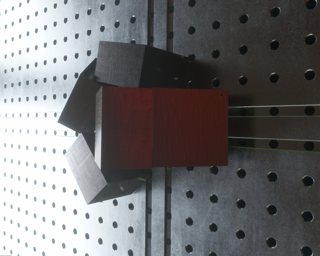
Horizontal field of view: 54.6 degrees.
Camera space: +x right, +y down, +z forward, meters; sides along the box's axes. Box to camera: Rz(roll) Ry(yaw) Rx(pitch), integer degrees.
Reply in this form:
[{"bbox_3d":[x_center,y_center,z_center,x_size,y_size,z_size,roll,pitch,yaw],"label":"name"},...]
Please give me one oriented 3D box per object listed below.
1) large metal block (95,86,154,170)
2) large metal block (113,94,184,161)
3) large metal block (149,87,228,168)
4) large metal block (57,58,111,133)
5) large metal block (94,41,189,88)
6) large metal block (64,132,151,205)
[{"bbox_3d":[-0.042,0.000,0.338,0.080,0.050,0.080,-179,91,-74],"label":"large metal block"},{"bbox_3d":[-0.016,-0.002,0.407,0.080,0.050,0.080,1,91,40],"label":"large metal block"},{"bbox_3d":[0.027,0.000,0.341,0.050,0.081,0.080,179,92,-77],"label":"large metal block"},{"bbox_3d":[-0.096,-0.045,0.446,0.050,0.080,0.080,29,116,-11],"label":"large metal block"},{"bbox_3d":[-0.024,-0.075,0.394,0.080,0.081,0.050,17,101,39],"label":"large metal block"},{"bbox_3d":[-0.073,0.052,0.433,0.050,0.081,0.080,-47,63,29],"label":"large metal block"}]
